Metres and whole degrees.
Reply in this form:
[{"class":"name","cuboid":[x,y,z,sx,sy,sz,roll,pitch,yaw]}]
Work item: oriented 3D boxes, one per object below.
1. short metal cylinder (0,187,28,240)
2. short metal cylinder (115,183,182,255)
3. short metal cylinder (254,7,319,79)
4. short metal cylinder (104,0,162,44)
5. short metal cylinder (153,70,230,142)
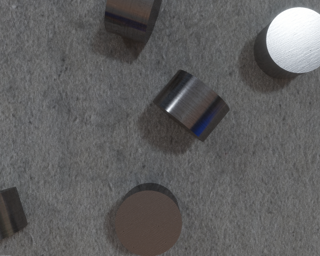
[{"class":"short metal cylinder","cuboid":[-0.212,0.110,0.380,0.080,0.080,0.050,-17,90,0]},{"class":"short metal cylinder","cuboid":[-0.014,0.115,0.397,0.081,0.050,0.079,0,90,-1]},{"class":"short metal cylinder","cuboid":[0.169,-0.106,0.400,0.081,0.050,0.079,0,90,-1]},{"class":"short metal cylinder","cuboid":[-0.030,-0.150,0.382,0.050,0.080,0.080,19,90,0]},{"class":"short metal cylinder","cuboid":[0.038,-0.027,0.383,0.080,0.080,0.050,39,90,-1]}]
